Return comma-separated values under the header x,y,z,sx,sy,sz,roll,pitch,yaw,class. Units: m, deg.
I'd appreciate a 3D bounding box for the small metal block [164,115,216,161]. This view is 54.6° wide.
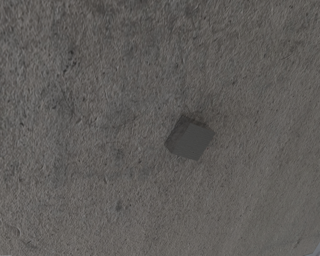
x,y,z,sx,sy,sz,roll,pitch,yaw,class
0.042,0.015,0.438,0.050,0.025,0.050,20,108,-36,small metal block
